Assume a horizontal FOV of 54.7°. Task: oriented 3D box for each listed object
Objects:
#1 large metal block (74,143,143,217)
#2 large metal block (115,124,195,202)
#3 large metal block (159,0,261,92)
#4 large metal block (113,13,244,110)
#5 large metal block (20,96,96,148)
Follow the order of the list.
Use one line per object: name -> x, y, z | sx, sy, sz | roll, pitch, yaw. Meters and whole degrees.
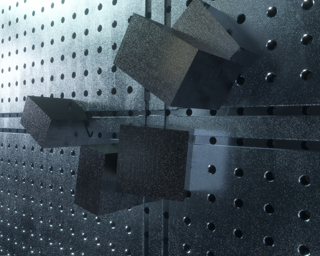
large metal block -> -0.065, 0.066, 0.425 | 0.050, 0.081, 0.079 | 13, 98, 39
large metal block -> -0.004, 0.038, 0.375 | 0.080, 0.050, 0.079 | 6, 94, 12
large metal block -> 0.050, -0.083, 0.351 | 0.080, 0.050, 0.080 | -46, 63, 30
large metal block -> 0.018, -0.060, 0.292 | 0.080, 0.081, 0.050 | 40, 114, 32
large metal block -> -0.168, -0.011, 0.509 | 0.080, 0.081, 0.050 | 36, 112, 34
